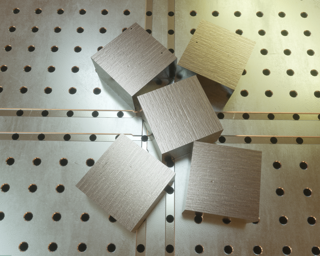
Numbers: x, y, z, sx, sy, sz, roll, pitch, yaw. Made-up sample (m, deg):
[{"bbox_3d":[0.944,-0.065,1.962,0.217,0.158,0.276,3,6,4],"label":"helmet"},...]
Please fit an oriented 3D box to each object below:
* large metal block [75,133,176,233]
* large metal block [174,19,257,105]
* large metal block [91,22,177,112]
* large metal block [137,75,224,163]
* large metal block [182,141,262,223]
[{"bbox_3d":[-0.038,0.067,0.372,0.080,0.050,0.080,36,74,12],"label":"large metal block"},{"bbox_3d":[0.075,-0.091,0.431,0.080,0.050,0.080,25,72,6],"label":"large metal block"},{"bbox_3d":[-0.034,-0.084,0.429,0.080,0.050,0.080,-42,75,-13],"label":"large metal block"},{"bbox_3d":[0.024,-0.010,0.402,0.080,0.050,0.080,-21,72,-8],"label":"large metal block"},{"bbox_3d":[0.073,0.067,0.374,0.080,0.050,0.080,9,70,2],"label":"large metal block"}]
